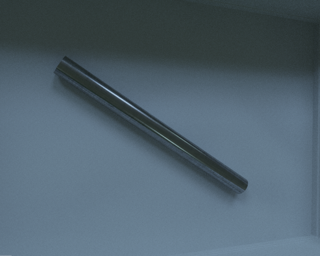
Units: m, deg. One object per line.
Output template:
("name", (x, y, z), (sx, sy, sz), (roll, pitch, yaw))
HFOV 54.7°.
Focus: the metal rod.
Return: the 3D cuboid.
("metal rod", (0.001, 0.005, 0.410), (0.301, 0.025, 0.025), (34, 79, -17))
